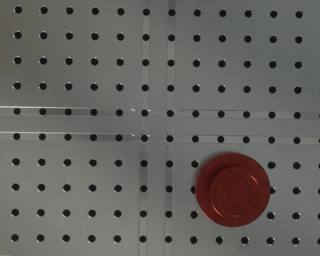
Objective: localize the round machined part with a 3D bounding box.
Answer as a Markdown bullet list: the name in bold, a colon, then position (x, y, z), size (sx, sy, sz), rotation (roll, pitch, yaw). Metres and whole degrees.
- **round machined part**: position (0.096, 0.082, 0.406), size (0.099, 0.042, 0.097), rotation (0, 90, 0)
